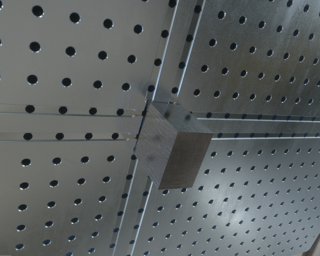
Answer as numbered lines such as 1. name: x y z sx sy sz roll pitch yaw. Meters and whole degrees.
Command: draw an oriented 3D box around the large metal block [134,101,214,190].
1. large metal block: 0.013 0.021 0.396 0.050 0.080 0.079 3 117 -30
